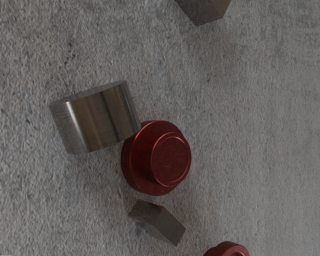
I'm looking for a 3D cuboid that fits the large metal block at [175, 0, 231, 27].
[{"bbox_3d":[0.062,-0.208,0.442,0.080,0.050,0.080,40,66,-33],"label":"large metal block"}]

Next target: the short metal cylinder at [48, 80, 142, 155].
[{"bbox_3d":[-0.065,-0.013,0.316,0.081,0.080,0.050,-28,108,-37],"label":"short metal cylinder"}]

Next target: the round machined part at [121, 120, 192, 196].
[{"bbox_3d":[0.003,0.039,0.398,0.099,0.042,0.097,0,90,-40],"label":"round machined part"}]

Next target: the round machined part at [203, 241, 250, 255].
[{"bbox_3d":[0.096,0.224,0.477,0.099,0.042,0.097,0,90,-40],"label":"round machined part"}]

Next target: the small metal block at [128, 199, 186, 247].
[{"bbox_3d":[-0.004,0.118,0.388,0.050,0.050,0.025,50,60,-29],"label":"small metal block"}]
